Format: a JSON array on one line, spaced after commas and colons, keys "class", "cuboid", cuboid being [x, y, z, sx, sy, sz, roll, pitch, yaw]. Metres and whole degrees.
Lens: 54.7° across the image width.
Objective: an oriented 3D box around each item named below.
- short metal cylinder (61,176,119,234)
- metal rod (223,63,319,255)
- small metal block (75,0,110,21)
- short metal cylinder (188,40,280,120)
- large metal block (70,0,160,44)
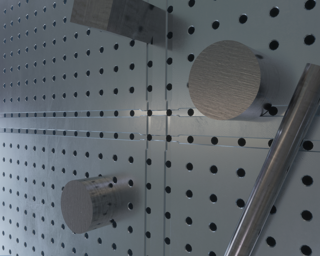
[{"class": "short metal cylinder", "cuboid": [-0.110, 0.118, 0.484, 0.080, 0.050, 0.079, 0, 90, 40]}, {"class": "metal rod", "cuboid": [0.103, 0.081, 0.323, 0.025, 0.025, 0.298, 29, 108, 36]}, {"class": "small metal block", "cuboid": [-0.111, -0.211, 0.501, 0.050, 0.025, 0.050, -18, 79, 38]}, {"class": "short metal cylinder", "cuboid": [0.078, -0.048, 0.329, 0.080, 0.050, 0.079, 0, 90, 40]}, {"class": "large metal block", "cuboid": [-0.062, -0.155, 0.424, 0.080, 0.081, 0.050, 25, 106, 37]}]
